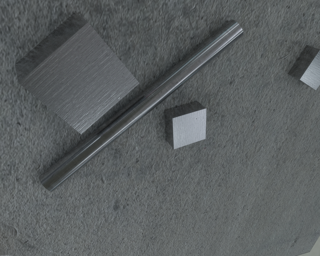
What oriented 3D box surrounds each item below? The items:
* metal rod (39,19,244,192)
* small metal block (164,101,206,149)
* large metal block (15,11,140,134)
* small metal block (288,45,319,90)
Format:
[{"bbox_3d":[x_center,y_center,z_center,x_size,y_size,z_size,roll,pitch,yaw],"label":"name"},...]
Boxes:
[{"bbox_3d":[-0.021,-0.028,0.378,0.300,0.025,0.025,-39,130,-2],"label":"metal rod"},{"bbox_3d":[0.035,-0.004,0.425,0.050,0.025,0.050,-17,126,-19],"label":"small metal block"},{"bbox_3d":[-0.082,-0.055,0.313,0.080,0.050,0.080,-42,130,0],"label":"large metal block"},{"bbox_3d":[0.235,-0.093,0.481,0.050,0.025,0.050,18,109,-36],"label":"small metal block"}]
